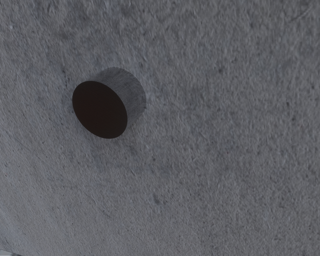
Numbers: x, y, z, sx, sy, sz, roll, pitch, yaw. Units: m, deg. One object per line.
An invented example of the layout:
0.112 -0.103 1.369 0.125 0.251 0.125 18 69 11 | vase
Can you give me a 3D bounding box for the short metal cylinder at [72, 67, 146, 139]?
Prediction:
-0.065 -0.033 0.403 0.080 0.050 0.079 13 124 20 | short metal cylinder
